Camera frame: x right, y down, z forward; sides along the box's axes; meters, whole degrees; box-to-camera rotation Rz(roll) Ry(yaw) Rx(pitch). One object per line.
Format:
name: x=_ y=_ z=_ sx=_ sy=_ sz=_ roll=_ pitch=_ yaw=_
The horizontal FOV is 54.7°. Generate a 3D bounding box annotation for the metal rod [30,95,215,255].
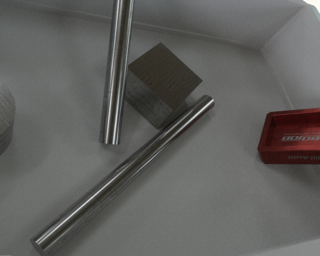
metal rod: x=-0.019 y=0.035 z=0.375 sx=0.025 sy=0.025 sz=0.302 roll=47 pitch=51 yaw=4

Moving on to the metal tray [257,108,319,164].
metal tray: x=0.220 y=0.011 z=0.457 sx=0.030 sy=0.130 sz=0.090 roll=60 pitch=42 yaw=-32

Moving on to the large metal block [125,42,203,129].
large metal block: x=-0.002 y=-0.059 z=0.426 sx=0.080 sy=0.050 sz=0.080 roll=43 pitch=51 yaw=1

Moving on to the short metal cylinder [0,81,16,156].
short metal cylinder: x=-0.184 y=-0.008 z=0.296 sx=0.081 sy=0.050 sz=0.080 roll=14 pitch=56 yaw=-21

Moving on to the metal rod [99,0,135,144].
metal rod: x=-0.045 y=-0.130 z=0.369 sx=0.025 sy=0.025 sz=0.298 roll=6 pitch=89 yaw=-26
